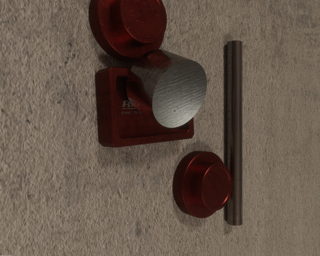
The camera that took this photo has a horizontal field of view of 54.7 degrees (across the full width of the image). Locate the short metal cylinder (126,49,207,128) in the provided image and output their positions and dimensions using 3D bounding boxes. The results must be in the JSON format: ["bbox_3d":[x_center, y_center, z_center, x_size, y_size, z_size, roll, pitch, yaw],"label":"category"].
[{"bbox_3d":[0.008,-0.047,0.363,0.081,0.050,0.079,-21,126,-32],"label":"short metal cylinder"}]

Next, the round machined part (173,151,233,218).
[{"bbox_3d":[0.069,0.083,0.454,0.099,0.042,0.097,0,90,-40],"label":"round machined part"}]

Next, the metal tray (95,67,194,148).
[{"bbox_3d":[-0.014,-0.027,0.391,0.131,0.030,0.089,-5,93,-40],"label":"metal tray"}]

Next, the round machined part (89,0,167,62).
[{"bbox_3d":[-0.030,-0.131,0.370,0.099,0.042,0.097,0,90,-40],"label":"round machined part"}]

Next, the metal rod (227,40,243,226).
[{"bbox_3d":[0.123,0.008,0.510,0.025,0.025,0.298,0,90,-40],"label":"metal rod"}]
